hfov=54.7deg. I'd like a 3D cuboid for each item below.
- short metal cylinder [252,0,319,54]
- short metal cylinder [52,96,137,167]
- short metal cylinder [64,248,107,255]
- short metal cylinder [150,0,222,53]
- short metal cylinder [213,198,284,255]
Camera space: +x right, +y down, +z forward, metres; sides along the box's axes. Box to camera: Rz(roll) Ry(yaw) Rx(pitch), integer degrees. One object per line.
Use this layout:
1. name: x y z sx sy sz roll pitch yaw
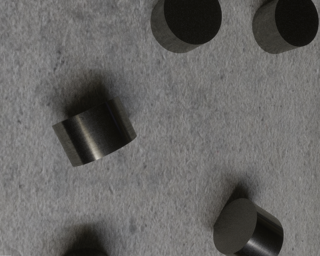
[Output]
1. short metal cylinder: 0.188 -0.157 0.467 0.081 0.050 0.079 0 90 -20
2. short metal cylinder: -0.074 0.003 0.353 0.081 0.080 0.050 -27 99 -18
3. short metal cylinder: -0.088 0.190 0.364 0.081 0.050 0.079 0 90 -21
4. short metal cylinder: 0.034 -0.144 0.409 0.081 0.050 0.079 0 90 -21
5. short metal cylinder: 0.120 0.145 0.426 0.050 0.080 0.080 35 79 -17
